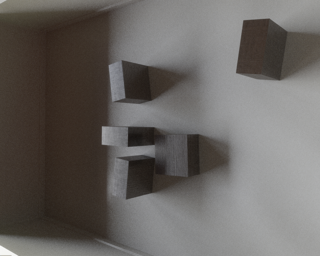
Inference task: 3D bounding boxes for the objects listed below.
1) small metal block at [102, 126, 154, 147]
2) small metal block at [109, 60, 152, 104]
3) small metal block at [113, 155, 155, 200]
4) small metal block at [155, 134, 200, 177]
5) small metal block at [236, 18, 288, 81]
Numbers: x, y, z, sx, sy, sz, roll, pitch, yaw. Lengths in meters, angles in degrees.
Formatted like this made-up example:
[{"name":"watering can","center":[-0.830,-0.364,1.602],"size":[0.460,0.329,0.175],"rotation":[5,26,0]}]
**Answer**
[{"name":"small metal block","center":[-0.044,0.011,0.424],"size":[0.050,0.050,0.025],"rotation":[2,91,39]},{"name":"small metal block","center":[-0.040,-0.061,0.421],"size":[0.025,0.050,0.050],"rotation":[-10,84,39]},{"name":"small metal block","center":[-0.035,0.065,0.417],"size":[0.025,0.050,0.050],"rotation":[8,95,39]},{"name":"small metal block","center":[0.021,0.033,0.388],"size":[0.050,0.025,0.050],"rotation":[-2,89,39]},{"name":"small metal block","center":[0.101,-0.075,0.306],"size":[0.025,0.050,0.050],"rotation":[11,97,39]}]
